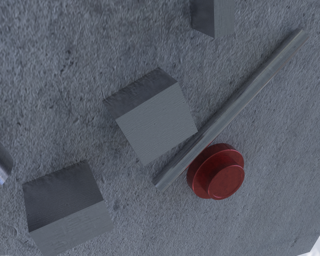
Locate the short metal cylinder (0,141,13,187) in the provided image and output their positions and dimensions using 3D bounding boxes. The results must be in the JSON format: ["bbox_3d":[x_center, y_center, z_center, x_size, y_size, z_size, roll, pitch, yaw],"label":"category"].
[{"bbox_3d":[-0.189,0.032,0.288,0.080,0.080,0.050,-27,128,-12],"label":"short metal cylinder"}]

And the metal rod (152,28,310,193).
[{"bbox_3d":[0.099,-0.022,0.449,0.300,0.025,0.025,-47,130,4],"label":"metal rod"}]

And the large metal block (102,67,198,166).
[{"bbox_3d":[-0.010,-0.014,0.378,0.080,0.050,0.080,-33,129,-8],"label":"large metal block"}]

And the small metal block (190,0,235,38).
[{"bbox_3d":[0.056,-0.132,0.341,0.025,0.050,0.050,-21,127,-17],"label":"small metal block"}]

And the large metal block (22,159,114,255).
[{"bbox_3d":[-0.110,0.093,0.370,0.081,0.080,0.050,-21,127,-16],"label":"large metal block"}]

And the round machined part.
[{"bbox_3d":[0.096,0.076,0.498,0.099,0.042,0.097,-14,125,-21],"label":"round machined part"}]
